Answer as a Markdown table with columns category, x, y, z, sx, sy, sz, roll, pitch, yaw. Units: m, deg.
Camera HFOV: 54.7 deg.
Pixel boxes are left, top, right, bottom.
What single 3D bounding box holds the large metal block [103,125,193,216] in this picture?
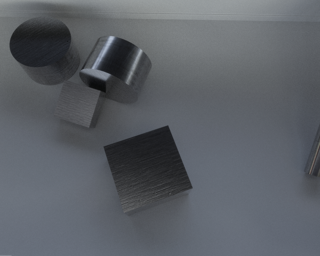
| category | x | y | z | sx | sy | sz | roll | pitch | yaw |
| --- | --- | --- | --- | --- | --- | --- | --- | --- | --- |
| large metal block | -0.015 | 0.053 | 0.377 | 0.081 | 0.050 | 0.080 | -18 | 71 | -7 |

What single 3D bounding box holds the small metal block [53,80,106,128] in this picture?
| category | x | y | z | sx | sy | sz | roll | pitch | yaw |
| --- | --- | --- | --- | --- | --- | --- | --- | --- | --- |
| small metal block | -0.106 | -0.031 | 0.412 | 0.050 | 0.025 | 0.050 | 18 | 91 | 6 |

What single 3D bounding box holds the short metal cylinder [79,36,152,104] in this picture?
| category | x | y | z | sx | sy | sz | roll | pitch | yaw |
| --- | --- | --- | --- | --- | --- | --- | --- | --- | --- |
| short metal cylinder | -0.057 | -0.074 | 0.407 | 0.080 | 0.080 | 0.050 | 19 | 71 | 6 |

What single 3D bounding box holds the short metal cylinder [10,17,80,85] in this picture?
| category | x | y | z | sx | sy | sz | roll | pitch | yaw |
| --- | --- | --- | --- | --- | --- | --- | --- | --- | --- |
| short metal cylinder | -0.158 | -0.107 | 0.434 | 0.081 | 0.050 | 0.080 | 0 | 70 | 0 |

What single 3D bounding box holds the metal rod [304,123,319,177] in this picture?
| category | x | y | z | sx | sy | sz | roll | pitch | yaw |
| --- | --- | --- | --- | --- | --- | --- | --- | --- | --- |
| metal rod | 0.236 | -0.084 | 0.377 | 0.025 | 0.025 | 0.298 | 16 | 96 | 5 |
